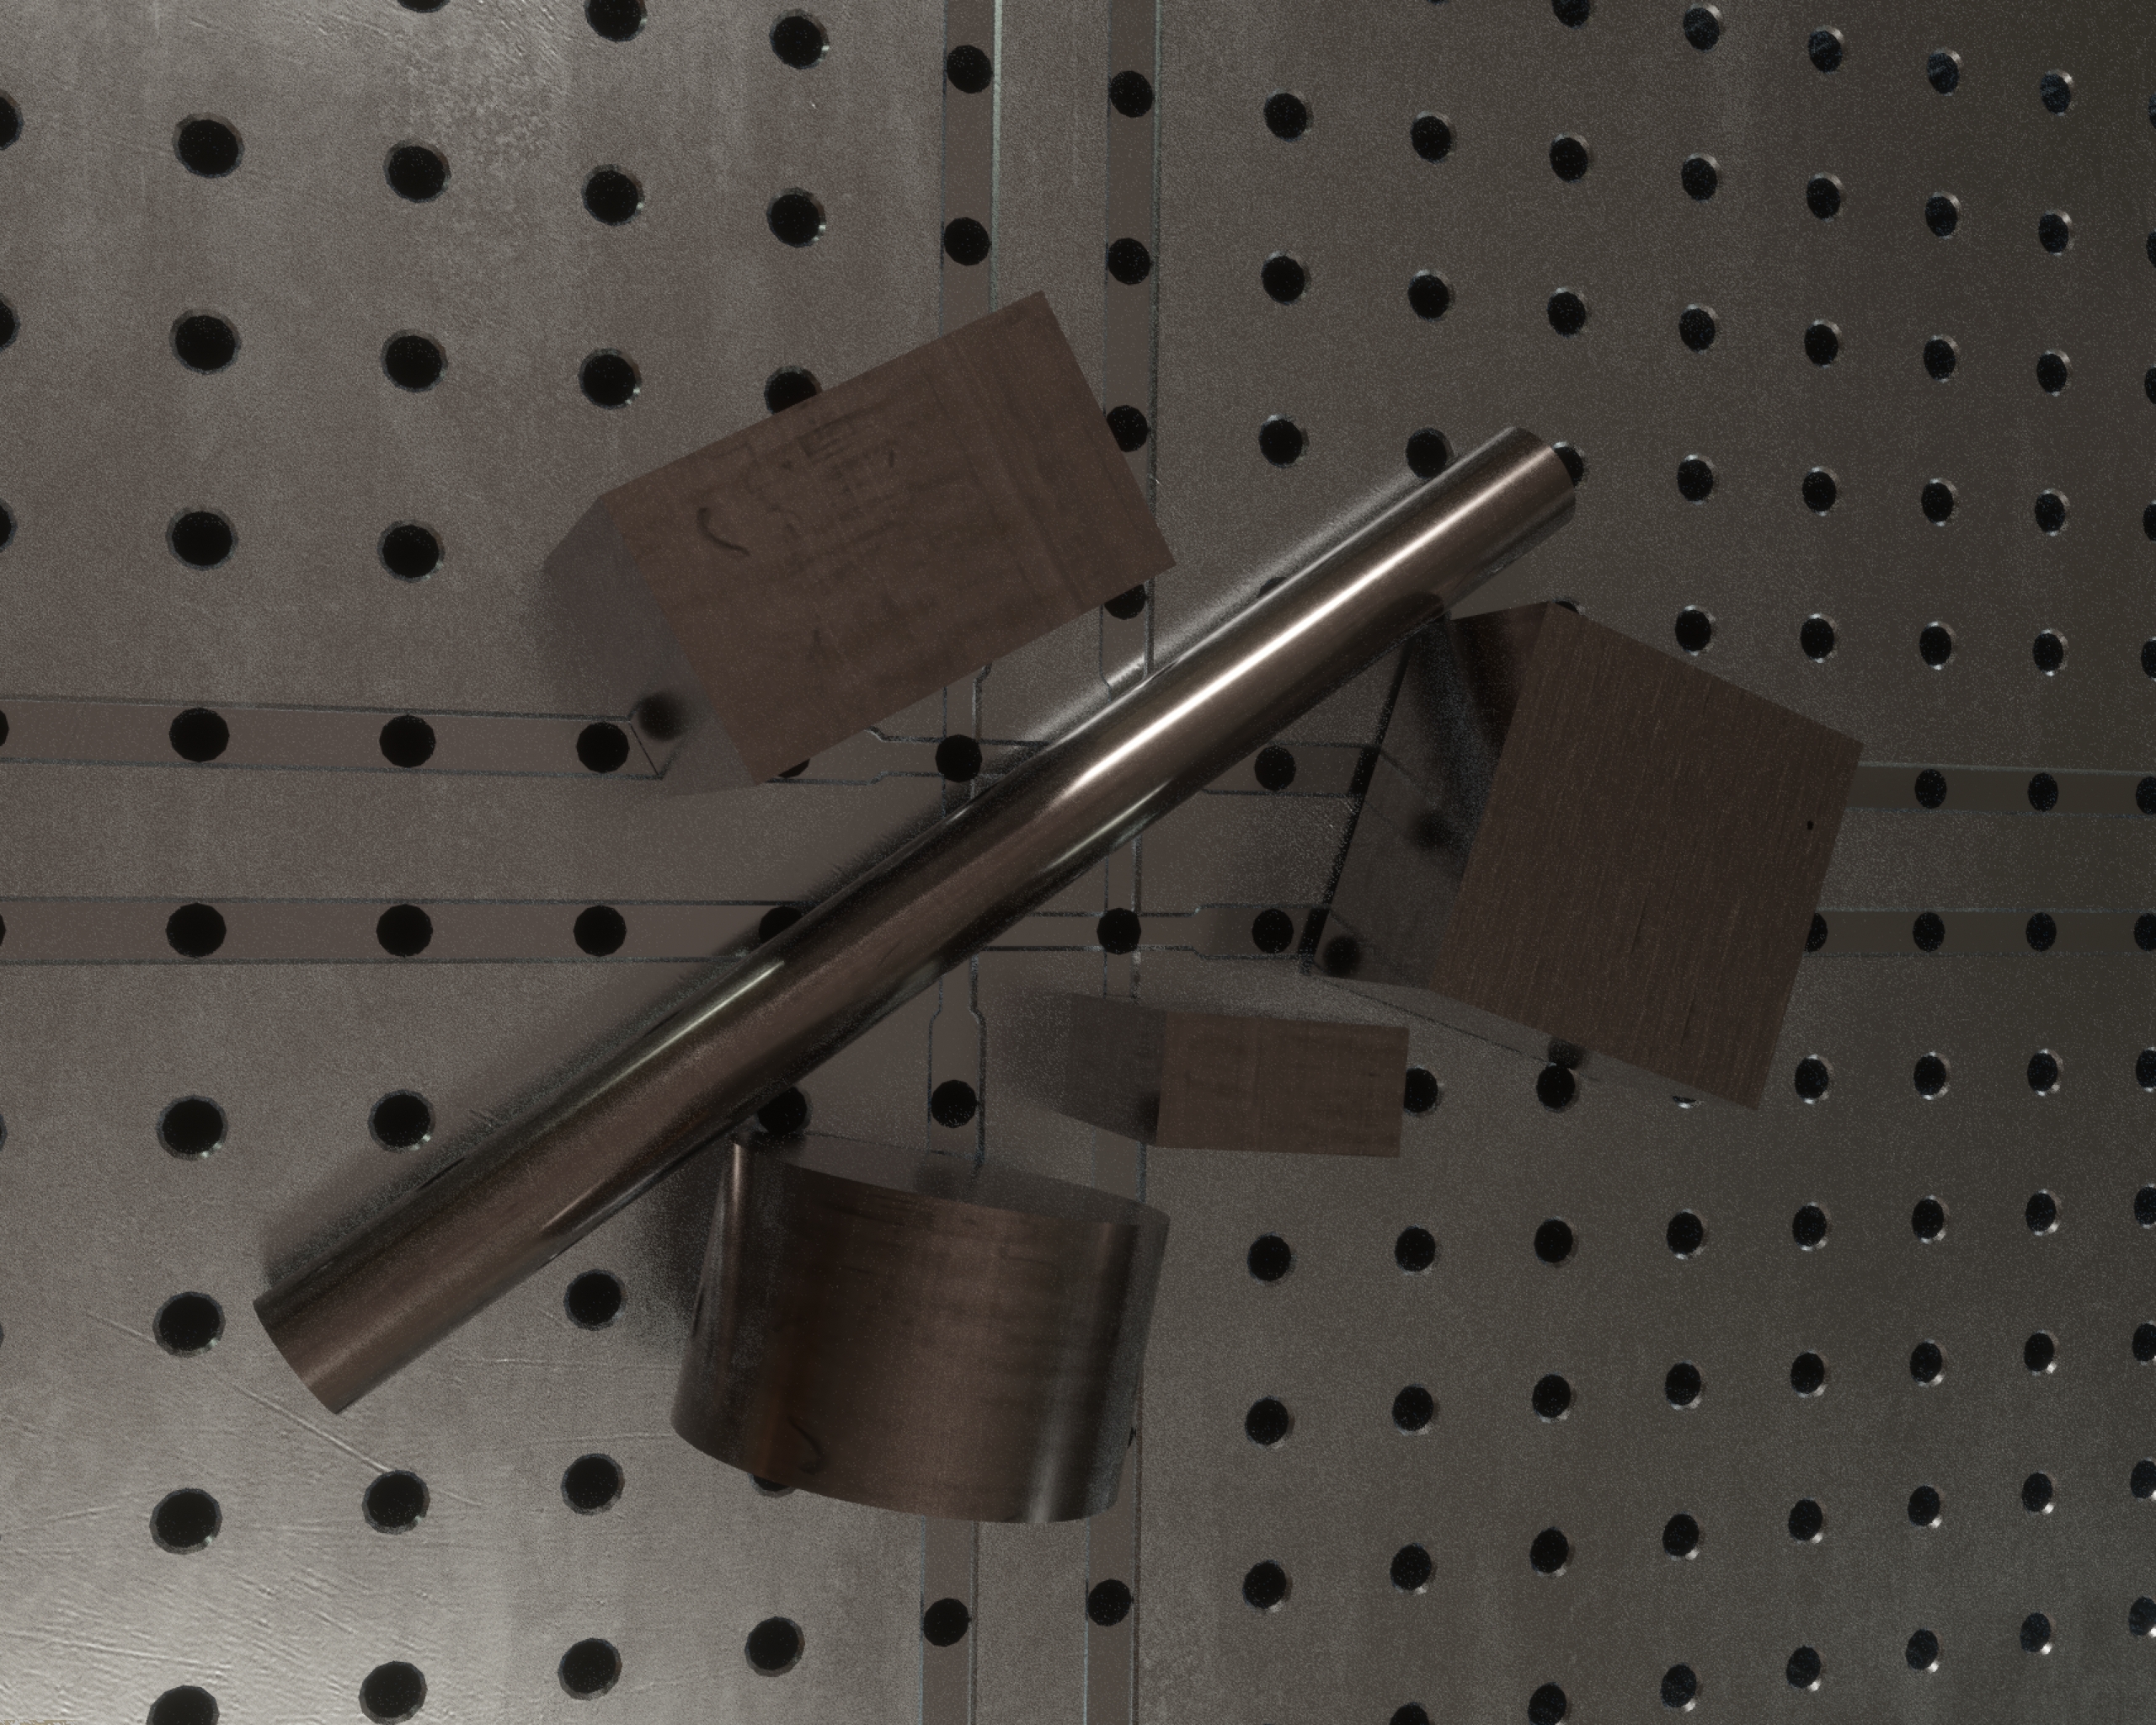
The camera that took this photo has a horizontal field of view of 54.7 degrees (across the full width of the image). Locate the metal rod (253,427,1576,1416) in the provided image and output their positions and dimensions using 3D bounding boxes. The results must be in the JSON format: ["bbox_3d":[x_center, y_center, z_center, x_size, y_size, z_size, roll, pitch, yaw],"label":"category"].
[{"bbox_3d":[-0.019,0.002,0.406,0.301,0.025,0.025,-36,102,-17],"label":"metal rod"}]

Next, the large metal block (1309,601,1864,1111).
[{"bbox_3d":[0.106,0.000,0.437,0.080,0.050,0.080,21,83,-19],"label":"large metal block"}]

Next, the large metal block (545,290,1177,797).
[{"bbox_3d":[-0.042,-0.053,0.369,0.080,0.080,0.050,-30,100,-18],"label":"large metal block"}]

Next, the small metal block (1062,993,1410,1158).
[{"bbox_3d":[0.030,0.041,0.412,0.050,0.050,0.025,5,88,-20],"label":"small metal block"}]

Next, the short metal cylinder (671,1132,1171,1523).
[{"bbox_3d":[-0.028,0.081,0.373,0.081,0.080,0.050,12,86,-20],"label":"short metal cylinder"}]
